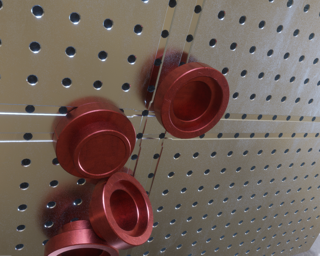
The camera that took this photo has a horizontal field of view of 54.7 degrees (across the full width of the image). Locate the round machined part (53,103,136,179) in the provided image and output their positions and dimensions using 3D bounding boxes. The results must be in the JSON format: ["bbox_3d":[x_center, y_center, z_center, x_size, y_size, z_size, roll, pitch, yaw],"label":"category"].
[{"bbox_3d":[-0.075,0.022,0.374,0.099,0.042,0.097,-14,125,-21],"label":"round machined part"}]

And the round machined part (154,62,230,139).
[{"bbox_3d":[0.037,-0.038,0.398,0.099,0.042,0.097,-14,125,-21],"label":"round machined part"}]

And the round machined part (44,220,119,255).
[{"bbox_3d":[-0.108,0.163,0.430,0.099,0.042,0.097,-7,136,-6],"label":"round machined part"}]

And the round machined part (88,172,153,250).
[{"bbox_3d":[-0.056,0.112,0.412,0.042,0.098,0.098,-28,135,26],"label":"round machined part"}]
